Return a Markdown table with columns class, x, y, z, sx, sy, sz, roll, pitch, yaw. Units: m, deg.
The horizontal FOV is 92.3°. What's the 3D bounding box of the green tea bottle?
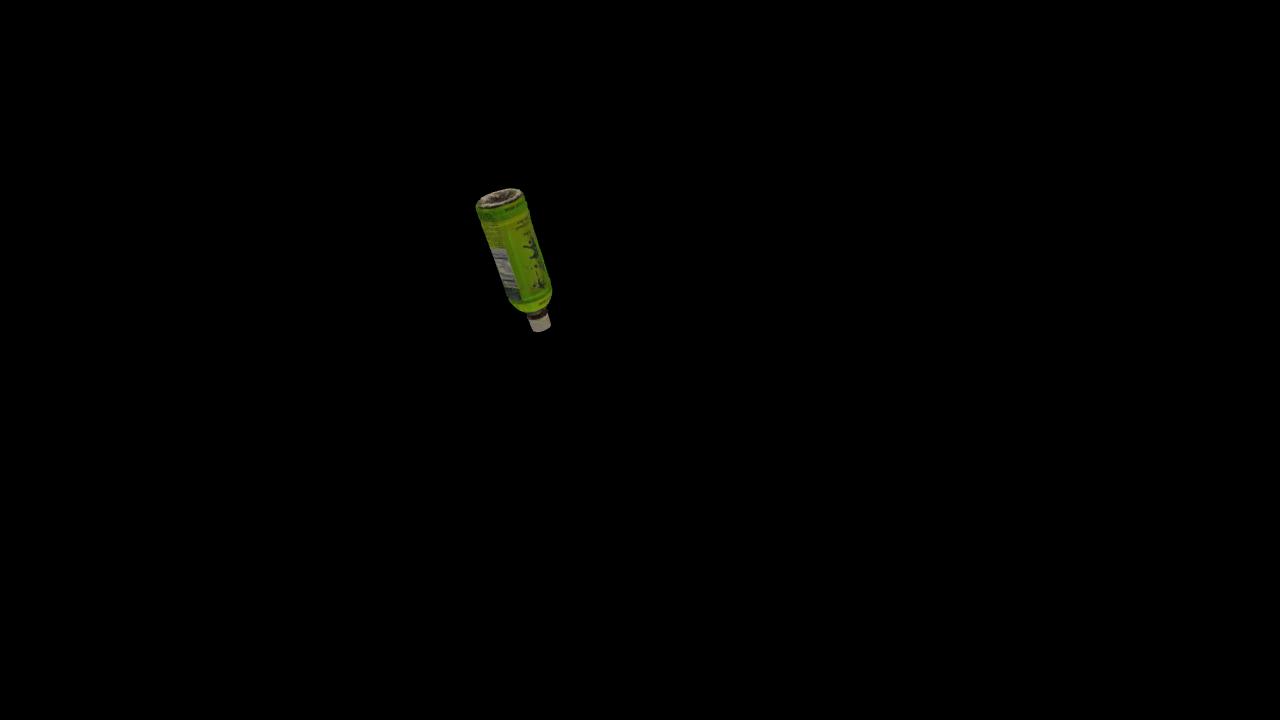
| class | x | y | z | sx | sy | sz | roll | pitch | yaw |
| --- | --- | --- | --- | --- | --- | --- | --- | --- | --- |
| green tea bottle | -0.173 | -0.136 | 0.890 | 0.073 | 0.212 | 0.073 | -7 | 34 | 5 |
